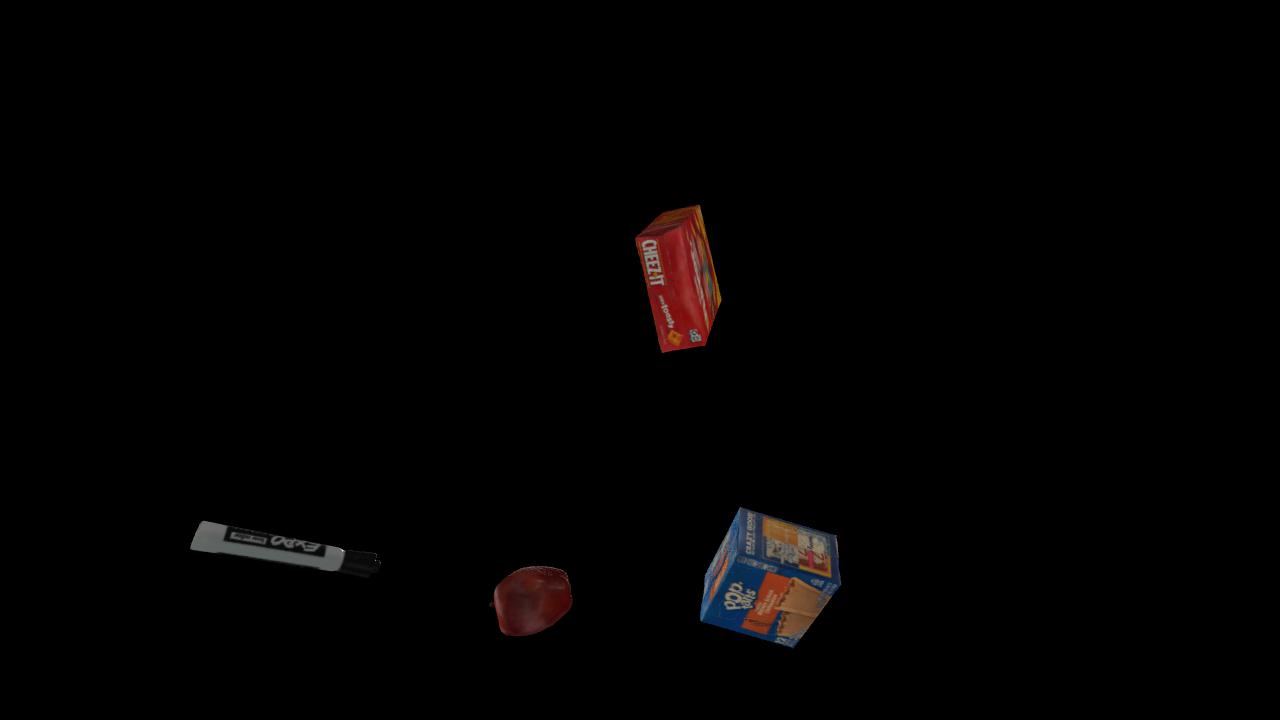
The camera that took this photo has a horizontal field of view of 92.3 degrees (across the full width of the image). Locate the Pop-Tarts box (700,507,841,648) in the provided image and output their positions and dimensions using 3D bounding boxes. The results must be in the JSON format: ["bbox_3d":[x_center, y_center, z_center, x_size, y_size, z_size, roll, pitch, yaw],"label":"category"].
[{"bbox_3d":[0.177,0.305,0.855,0.141,0.167,0.083,17,36,0],"label":"Pop-Tarts box"}]

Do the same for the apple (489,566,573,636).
[{"bbox_3d":[-0.126,0.277,0.711,0.093,0.079,0.079,-7,2,-14],"label":"apple"}]

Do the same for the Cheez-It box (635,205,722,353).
[{"bbox_3d":[0.063,-0.126,0.900,0.071,0.166,0.223,-10,19,16],"label":"Cheez-It box"}]

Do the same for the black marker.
[{"bbox_3d":[-0.245,0.136,0.436,0.121,0.020,0.020,25,-14,-32],"label":"black marker"}]
